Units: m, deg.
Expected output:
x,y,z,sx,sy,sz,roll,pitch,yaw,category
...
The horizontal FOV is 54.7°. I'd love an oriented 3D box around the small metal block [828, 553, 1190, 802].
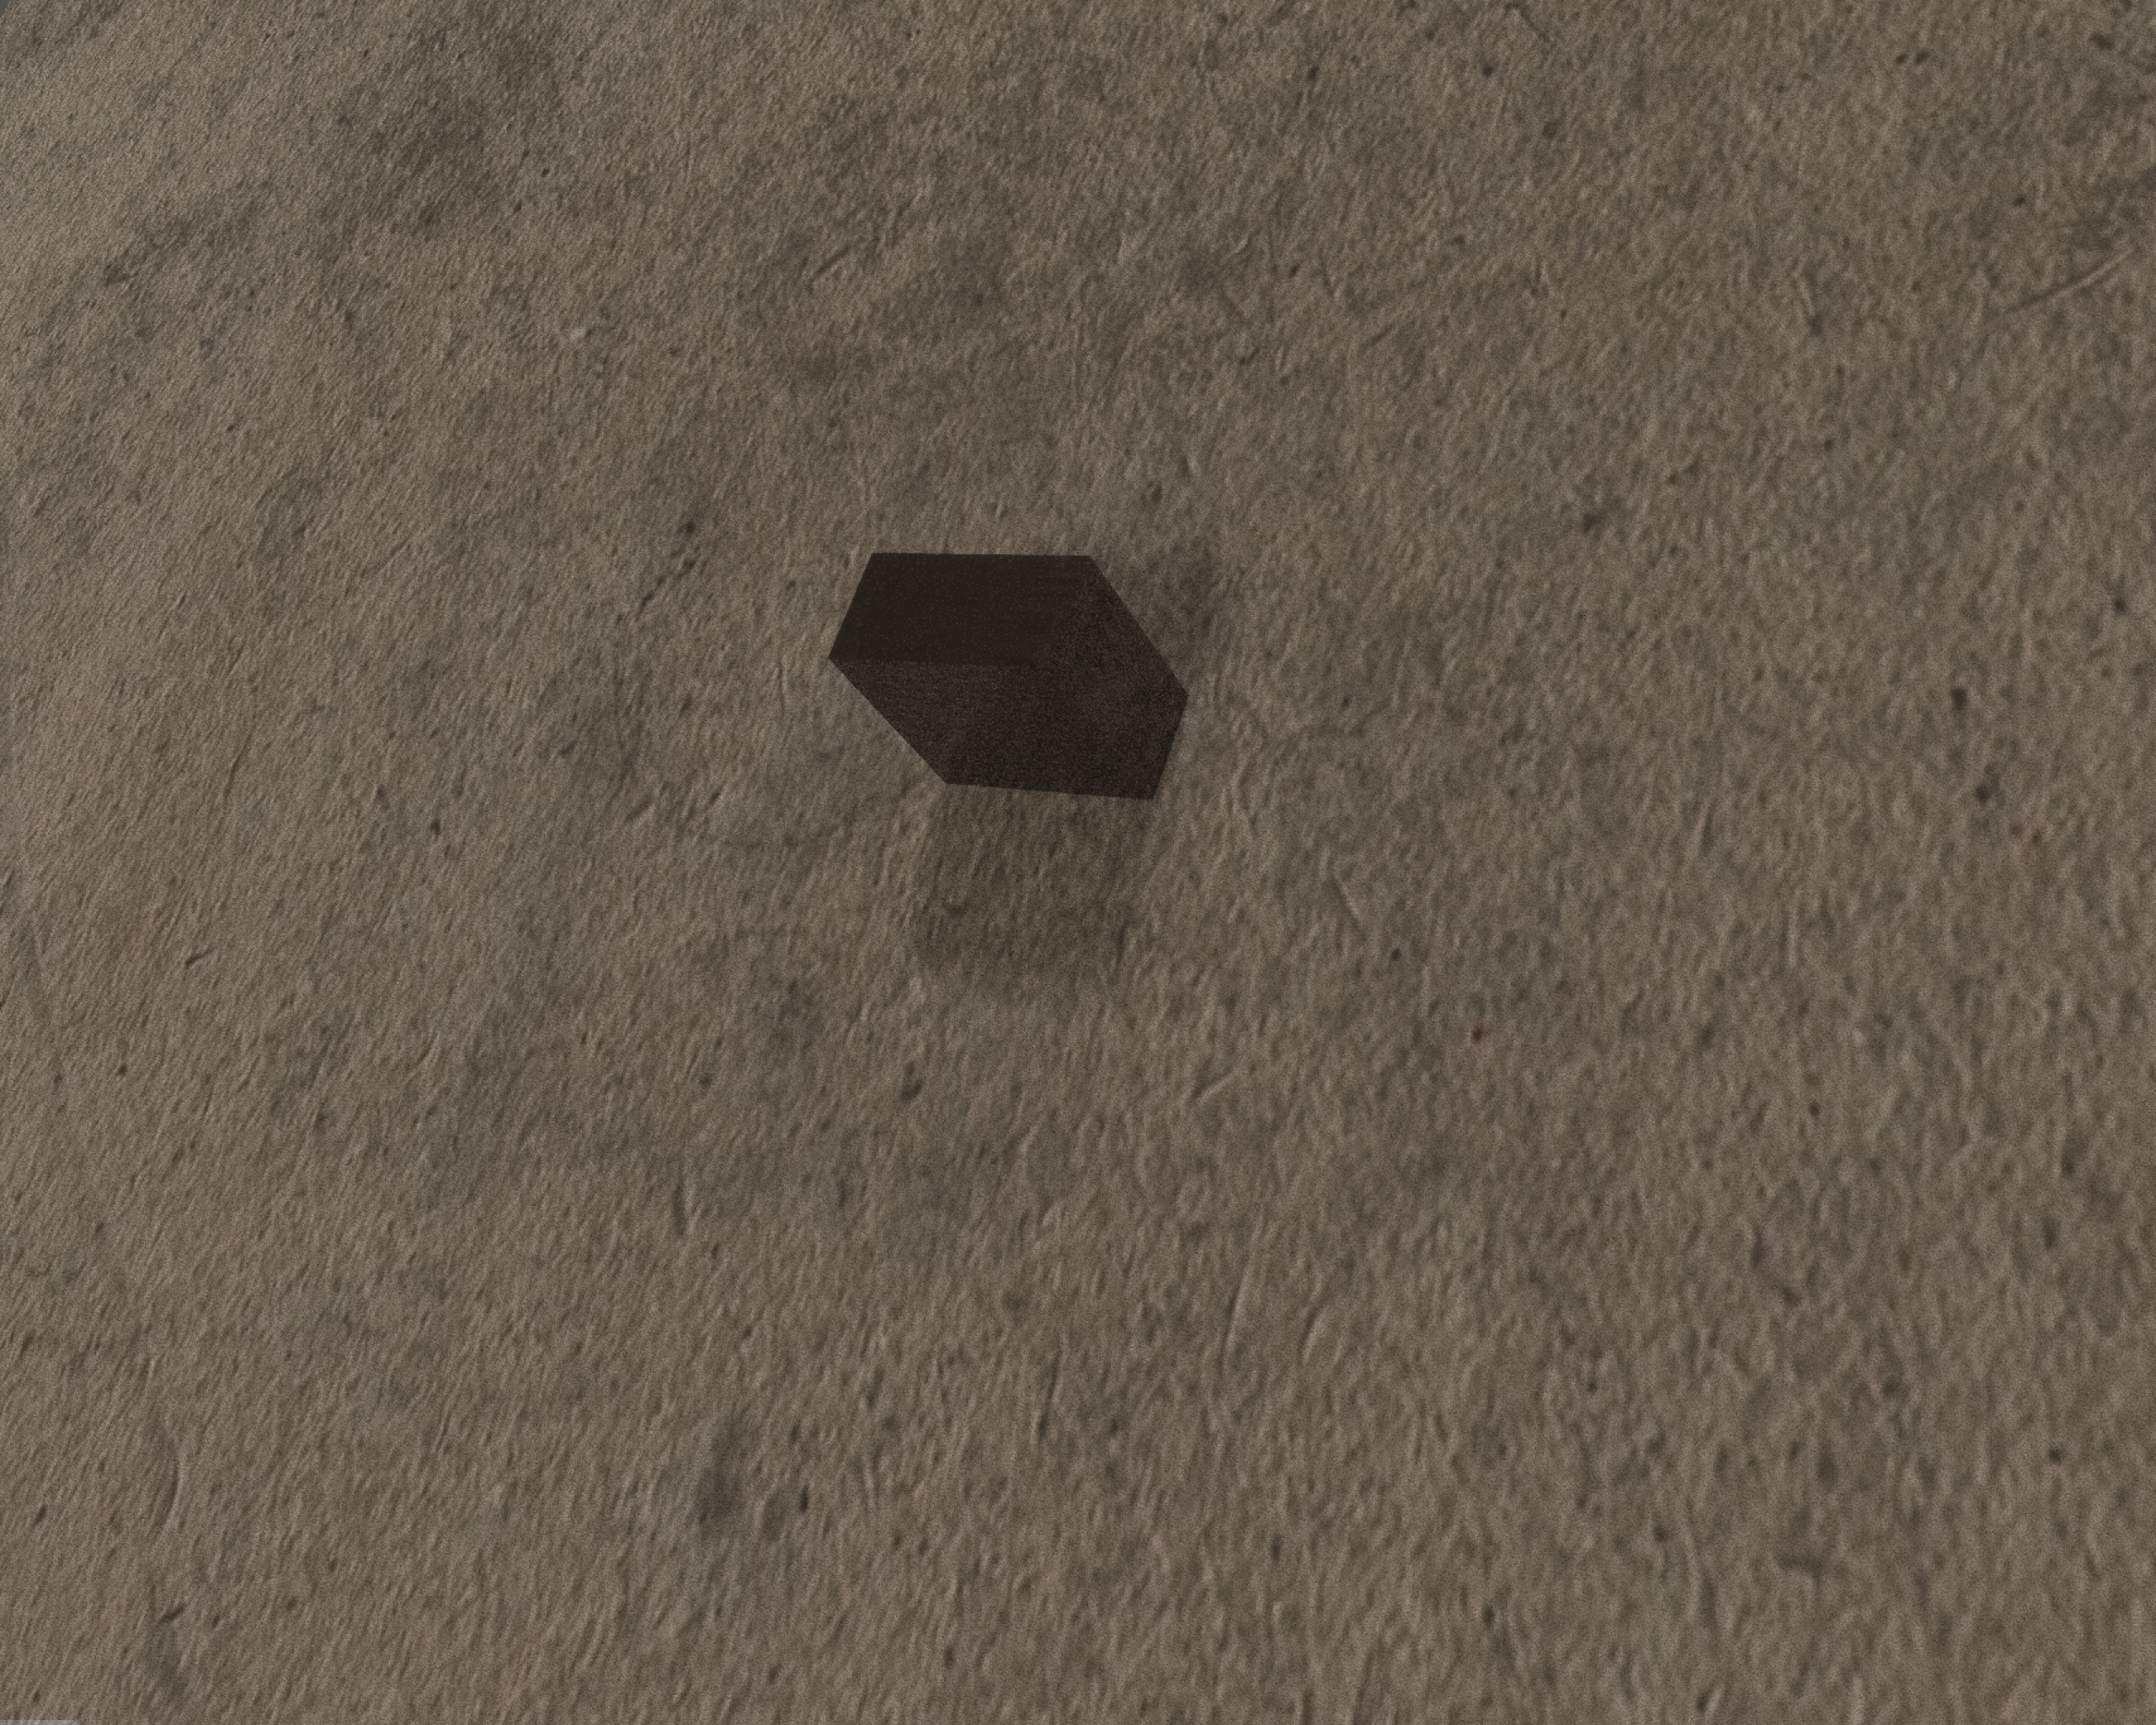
x,y,z,sx,sy,sz,roll,pitch,yaw,category
-0.013,-0.037,0.417,0.050,0.050,0.025,6,65,30,small metal block
